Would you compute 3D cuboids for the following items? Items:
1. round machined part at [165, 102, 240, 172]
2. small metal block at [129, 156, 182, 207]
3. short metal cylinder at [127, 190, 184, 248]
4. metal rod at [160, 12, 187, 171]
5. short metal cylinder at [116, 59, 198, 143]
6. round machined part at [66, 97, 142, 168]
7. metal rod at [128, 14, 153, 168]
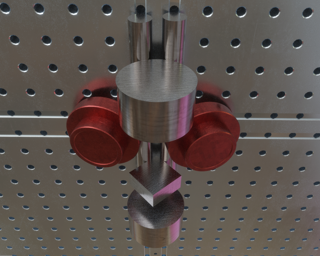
[{"bbox_3d":[0.058,0.018,0.399,0.099,0.042,0.097,-10,132,-11],"label":"round machined part"},{"bbox_3d":[-0.007,0.072,0.425,0.050,0.050,0.025,-29,139,-32],"label":"small metal block"},{"bbox_3d":[-0.006,0.126,0.454,0.081,0.080,0.050,1,130,-1],"label":"short metal cylinder"},{"bbox_3d":[0.013,0.000,0.411,0.025,0.025,0.298,0,130,-1],"label":"metal rod"},{"bbox_3d":[-0.003,-0.030,0.321,0.081,0.080,0.050,1,130,-1],"label":"short metal cylinder"},{"bbox_3d":[-0.074,0.012,0.394,0.098,0.042,0.097,9,131,10],"label":"round machined part"},{"bbox_3d":[-0.022,0.002,0.411,0.025,0.025,0.298,0,130,-1],"label":"metal rod"}]
